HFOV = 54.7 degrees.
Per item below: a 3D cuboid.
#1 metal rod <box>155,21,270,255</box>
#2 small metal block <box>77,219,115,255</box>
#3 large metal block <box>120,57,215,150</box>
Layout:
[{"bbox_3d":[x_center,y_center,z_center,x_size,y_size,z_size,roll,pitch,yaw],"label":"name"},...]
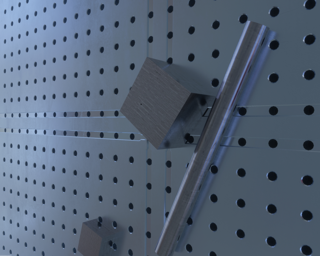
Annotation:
[{"bbox_3d":[0.054,0.027,0.364,0.025,0.025,0.298,31,109,35],"label":"metal rod"},{"bbox_3d":[-0.103,0.182,0.495,0.050,0.025,0.050,21,103,38],"label":"small metal block"},{"bbox_3d":[0.007,-0.030,0.388,0.080,0.050,0.080,44,117,31],"label":"large metal block"}]
